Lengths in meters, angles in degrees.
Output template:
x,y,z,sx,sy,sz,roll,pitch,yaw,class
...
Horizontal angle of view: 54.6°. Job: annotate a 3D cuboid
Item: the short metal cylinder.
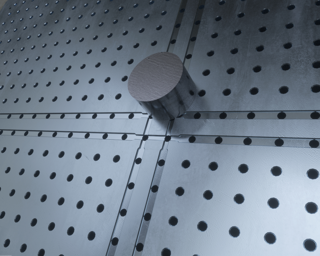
x,y,z,sx,sy,sz,roll,pitch,yaw,class
0.003,-0.057,0.426,0.080,0.050,0.080,-13,56,21,short metal cylinder
